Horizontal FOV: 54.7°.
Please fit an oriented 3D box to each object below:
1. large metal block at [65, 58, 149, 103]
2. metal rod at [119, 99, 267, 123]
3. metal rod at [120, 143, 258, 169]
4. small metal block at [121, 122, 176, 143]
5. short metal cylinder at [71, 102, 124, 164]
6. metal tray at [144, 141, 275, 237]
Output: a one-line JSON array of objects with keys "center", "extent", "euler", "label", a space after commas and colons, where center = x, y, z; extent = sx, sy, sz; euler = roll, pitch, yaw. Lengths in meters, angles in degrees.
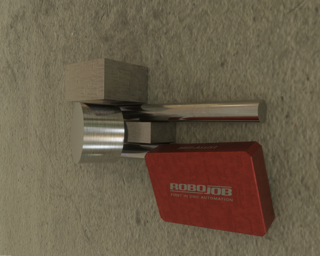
[{"center": [-0.072, -0.061, 0.429], "extent": [0.080, 0.081, 0.050], "euler": [1, 91, 39], "label": "large metal block"}, {"center": [-0.010, -0.020, 0.413], "extent": [0.300, 0.025, 0.025], "euler": [1, 91, 39], "label": "metal rod"}, {"center": [-0.014, 0.031, 0.416], "extent": [0.300, 0.025, 0.025], "euler": [0, 90, 39], "label": "metal rod"}, {"center": [-0.014, 0.005, 0.399], "extent": [0.050, 0.050, 0.025], "euler": [1, 91, 39], "label": "small metal block"}, {"center": [-0.085, 0.007, 0.412], "extent": [0.080, 0.050, 0.080], "euler": [-8, 81, 63], "label": "short metal cylinder"}, {"center": [0.050, 0.064, 0.342], "extent": [0.130, 0.030, 0.089], "euler": [-5, 105, 38], "label": "metal tray"}]
